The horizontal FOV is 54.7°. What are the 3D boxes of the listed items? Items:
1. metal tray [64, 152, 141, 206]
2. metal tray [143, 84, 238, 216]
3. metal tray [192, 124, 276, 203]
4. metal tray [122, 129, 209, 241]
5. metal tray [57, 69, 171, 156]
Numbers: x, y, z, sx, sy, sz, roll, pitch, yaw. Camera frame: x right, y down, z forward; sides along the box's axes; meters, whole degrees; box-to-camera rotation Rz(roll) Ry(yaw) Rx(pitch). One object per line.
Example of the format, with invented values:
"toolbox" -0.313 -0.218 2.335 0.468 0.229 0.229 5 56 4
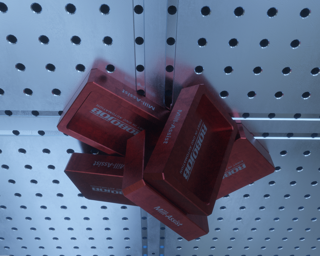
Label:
"metal tray" -0.058 0.077 0.441 0.131 0.030 0.090 4 143 15
"metal tray" 0.042 0.024 0.365 0.030 0.130 0.090 -9 136 45
"metal tray" 0.089 0.059 0.458 0.130 0.030 0.090 -34 123 25
"metal tray" 0.010 0.073 0.391 0.030 0.090 0.130 -31 124 23
"metal tray" -0.053 -0.007 0.402 0.131 0.030 0.090 29 124 -23
